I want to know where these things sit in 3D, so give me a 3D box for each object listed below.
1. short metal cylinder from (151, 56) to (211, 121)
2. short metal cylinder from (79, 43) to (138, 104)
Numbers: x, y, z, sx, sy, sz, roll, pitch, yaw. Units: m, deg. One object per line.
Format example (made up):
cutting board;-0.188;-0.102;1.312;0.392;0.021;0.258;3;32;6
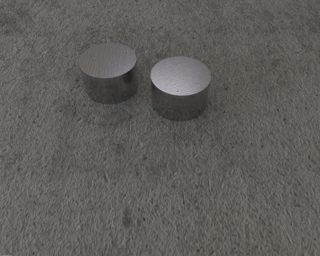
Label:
short metal cylinder;0.028;-0.055;0.434;0.080;0.050;0.080;0;50;0
short metal cylinder;-0.073;-0.081;0.454;0.080;0.050;0.080;0;50;0
